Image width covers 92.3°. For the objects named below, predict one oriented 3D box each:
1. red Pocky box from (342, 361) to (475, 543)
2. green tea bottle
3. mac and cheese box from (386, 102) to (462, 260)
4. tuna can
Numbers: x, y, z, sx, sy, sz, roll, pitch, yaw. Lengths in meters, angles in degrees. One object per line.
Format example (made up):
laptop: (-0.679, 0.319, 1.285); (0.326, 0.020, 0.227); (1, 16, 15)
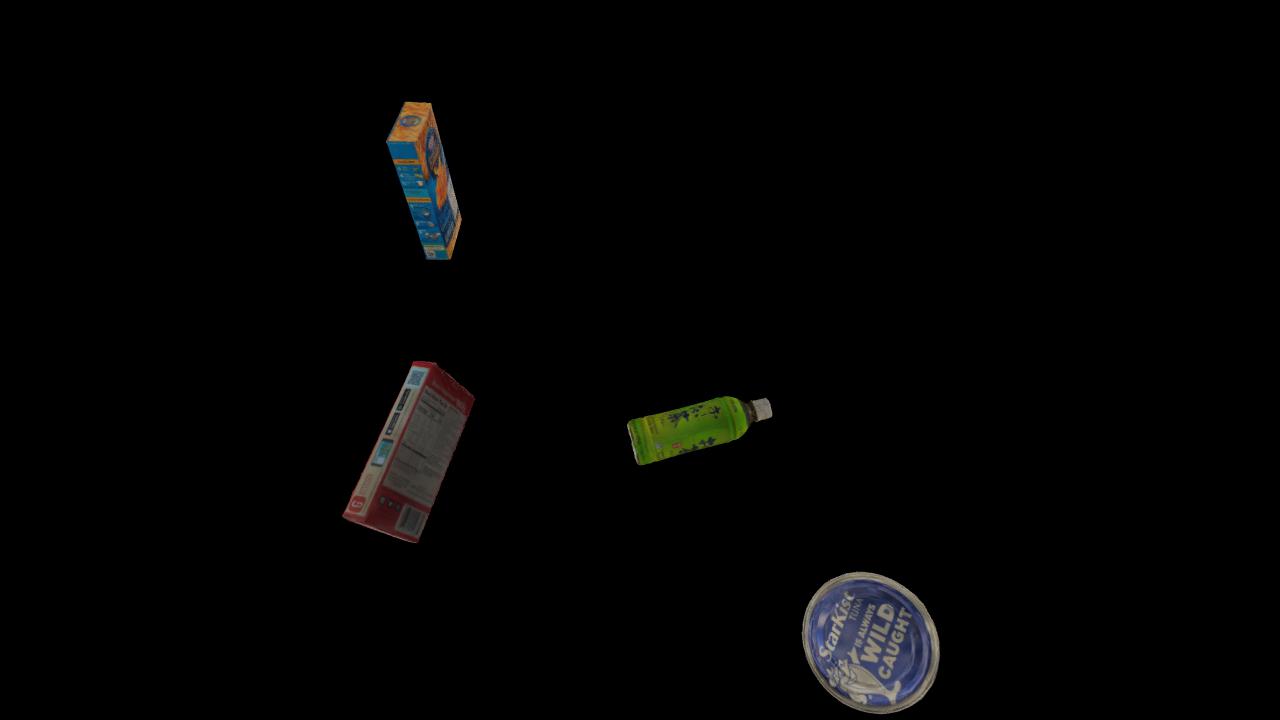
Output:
red Pocky box: (-0.212, 0.087, 0.581); (0.028, 0.155, 0.083); (6, -27, 21)
green tea bottle: (0.089, 0.096, 0.907); (0.212, 0.073, 0.073); (-16, 1, -4)
mac and cheese box: (-0.282, -0.233, 0.819); (0.041, 0.093, 0.184); (2, -39, 0)
tuna can: (0.152, 0.186, 0.411); (0.084, 0.084, 0.034); (0, -21, 17)
